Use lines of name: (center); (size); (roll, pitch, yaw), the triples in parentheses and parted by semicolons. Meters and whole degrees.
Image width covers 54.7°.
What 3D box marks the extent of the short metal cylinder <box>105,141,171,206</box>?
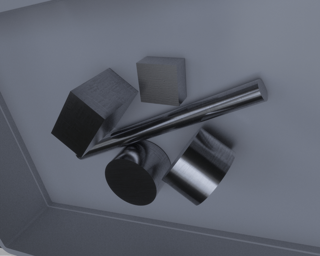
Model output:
short metal cylinder: (-0.031, 0.064, 0.444); (0.080, 0.050, 0.079); (13, 124, 20)

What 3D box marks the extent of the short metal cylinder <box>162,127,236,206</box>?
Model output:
short metal cylinder: (0.046, 0.046, 0.375); (0.050, 0.080, 0.079); (37, 129, 3)

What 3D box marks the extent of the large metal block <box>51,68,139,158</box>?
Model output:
large metal block: (-0.084, -0.021, 0.402); (0.050, 0.080, 0.080); (40, 129, 1)

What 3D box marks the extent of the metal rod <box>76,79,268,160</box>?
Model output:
metal rod: (-0.009, -0.001, 0.410); (0.300, 0.025, 0.025); (-19, 109, 35)

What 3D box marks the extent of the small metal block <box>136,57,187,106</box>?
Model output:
small metal block: (0.003, -0.056, 0.369); (0.050, 0.025, 0.050); (8, 122, 23)
